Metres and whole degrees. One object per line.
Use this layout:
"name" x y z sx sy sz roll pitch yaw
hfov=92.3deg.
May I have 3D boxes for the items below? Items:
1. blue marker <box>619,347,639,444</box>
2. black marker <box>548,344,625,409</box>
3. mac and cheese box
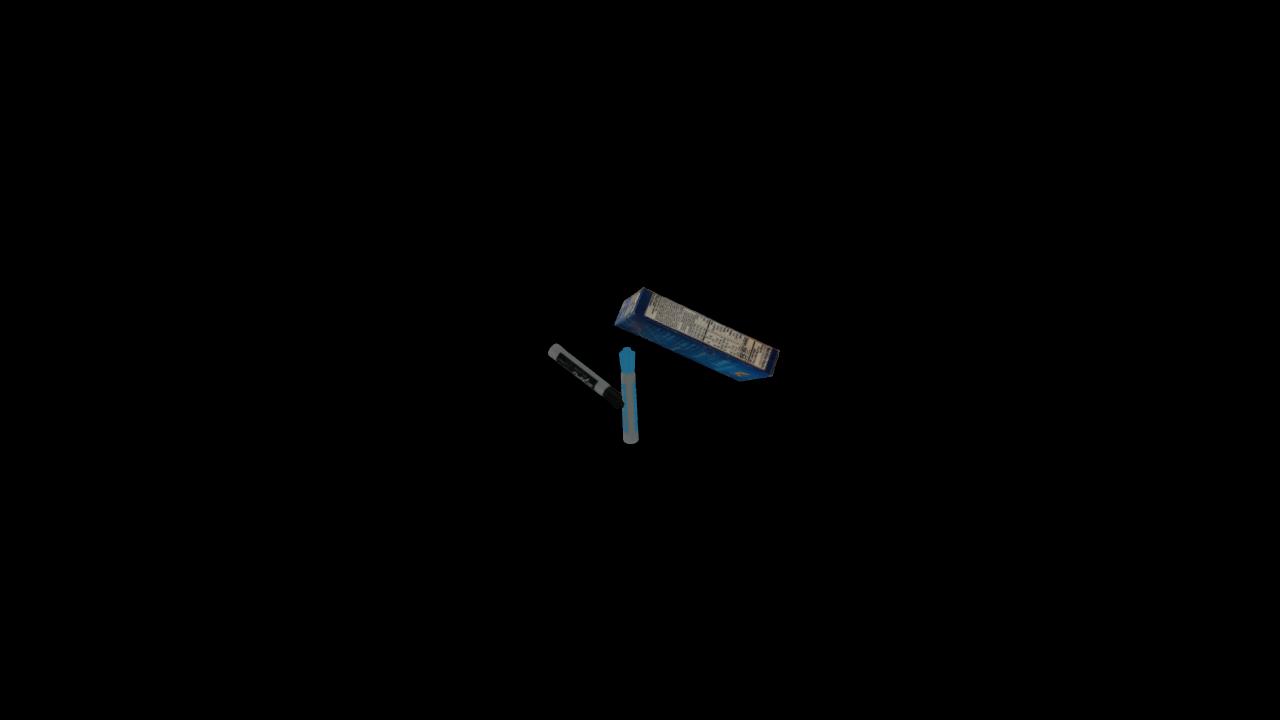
"blue marker" -0.013 0.042 0.717 0.020 0.121 0.020 -2 24 1
"black marker" -0.063 0.020 0.740 0.121 0.020 0.020 36 16 23
"mac and cheese box" 0.067 -0.027 0.751 0.184 0.041 0.093 23 -13 -13
